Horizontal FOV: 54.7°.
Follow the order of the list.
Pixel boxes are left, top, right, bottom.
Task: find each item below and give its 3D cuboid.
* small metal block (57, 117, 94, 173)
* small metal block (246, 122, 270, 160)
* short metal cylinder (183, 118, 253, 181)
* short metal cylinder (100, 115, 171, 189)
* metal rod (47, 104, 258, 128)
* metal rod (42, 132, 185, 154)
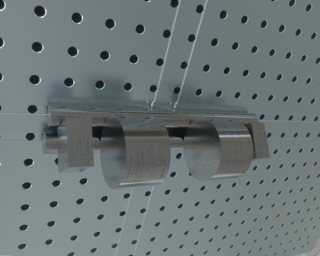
[{"bbox_3d":[-0.091,0.020,0.329,0.025,0.050,0.050,1,76,-29],"label":"small metal block"},{"bbox_3d":[0.127,0.022,0.449,0.025,0.050,0.050,1,77,-28],"label":"small metal block"},{"bbox_3d":[0.073,0.027,0.404,0.050,0.080,0.079,1,118,-29],"label":"short metal cylinder"},{"bbox_3d":[-0.030,0.026,0.347,0.050,0.080,0.079,1,118,-29],"label":"short metal cylinder"},{"bbox_3d":[0.012,-0.012,0.410,0.303,0.025,0.025,1,118,-29],"label":"metal rod"},{"bbox_3d":[0.001,0.018,0.423,0.303,0.025,0.025,1,118,-29],"label":"metal rod"}]
